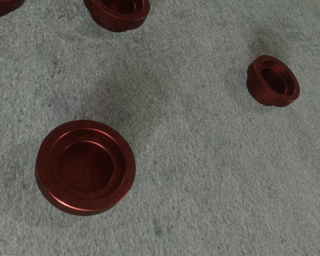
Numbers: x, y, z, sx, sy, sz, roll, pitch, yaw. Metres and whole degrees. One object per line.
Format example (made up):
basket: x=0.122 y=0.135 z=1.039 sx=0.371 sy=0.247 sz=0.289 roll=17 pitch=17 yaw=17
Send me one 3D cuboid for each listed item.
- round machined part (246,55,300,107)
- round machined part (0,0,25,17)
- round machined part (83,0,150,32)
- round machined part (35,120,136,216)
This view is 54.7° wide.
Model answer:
round machined part: x=0.194 y=-0.078 z=0.548 sx=0.099 sy=0.042 sz=0.098 roll=14 pitch=56 yaw=-21
round machined part: x=-0.219 y=-0.175 z=0.382 sx=0.099 sy=0.042 sz=0.098 roll=14 pitch=56 yaw=-21
round machined part: x=-0.068 y=-0.185 z=0.470 sx=0.099 sy=0.042 sz=0.098 roll=14 pitch=56 yaw=-21
round machined part: x=-0.079 y=0.044 z=0.325 sx=0.099 sy=0.042 sz=0.098 roll=14 pitch=56 yaw=-21
